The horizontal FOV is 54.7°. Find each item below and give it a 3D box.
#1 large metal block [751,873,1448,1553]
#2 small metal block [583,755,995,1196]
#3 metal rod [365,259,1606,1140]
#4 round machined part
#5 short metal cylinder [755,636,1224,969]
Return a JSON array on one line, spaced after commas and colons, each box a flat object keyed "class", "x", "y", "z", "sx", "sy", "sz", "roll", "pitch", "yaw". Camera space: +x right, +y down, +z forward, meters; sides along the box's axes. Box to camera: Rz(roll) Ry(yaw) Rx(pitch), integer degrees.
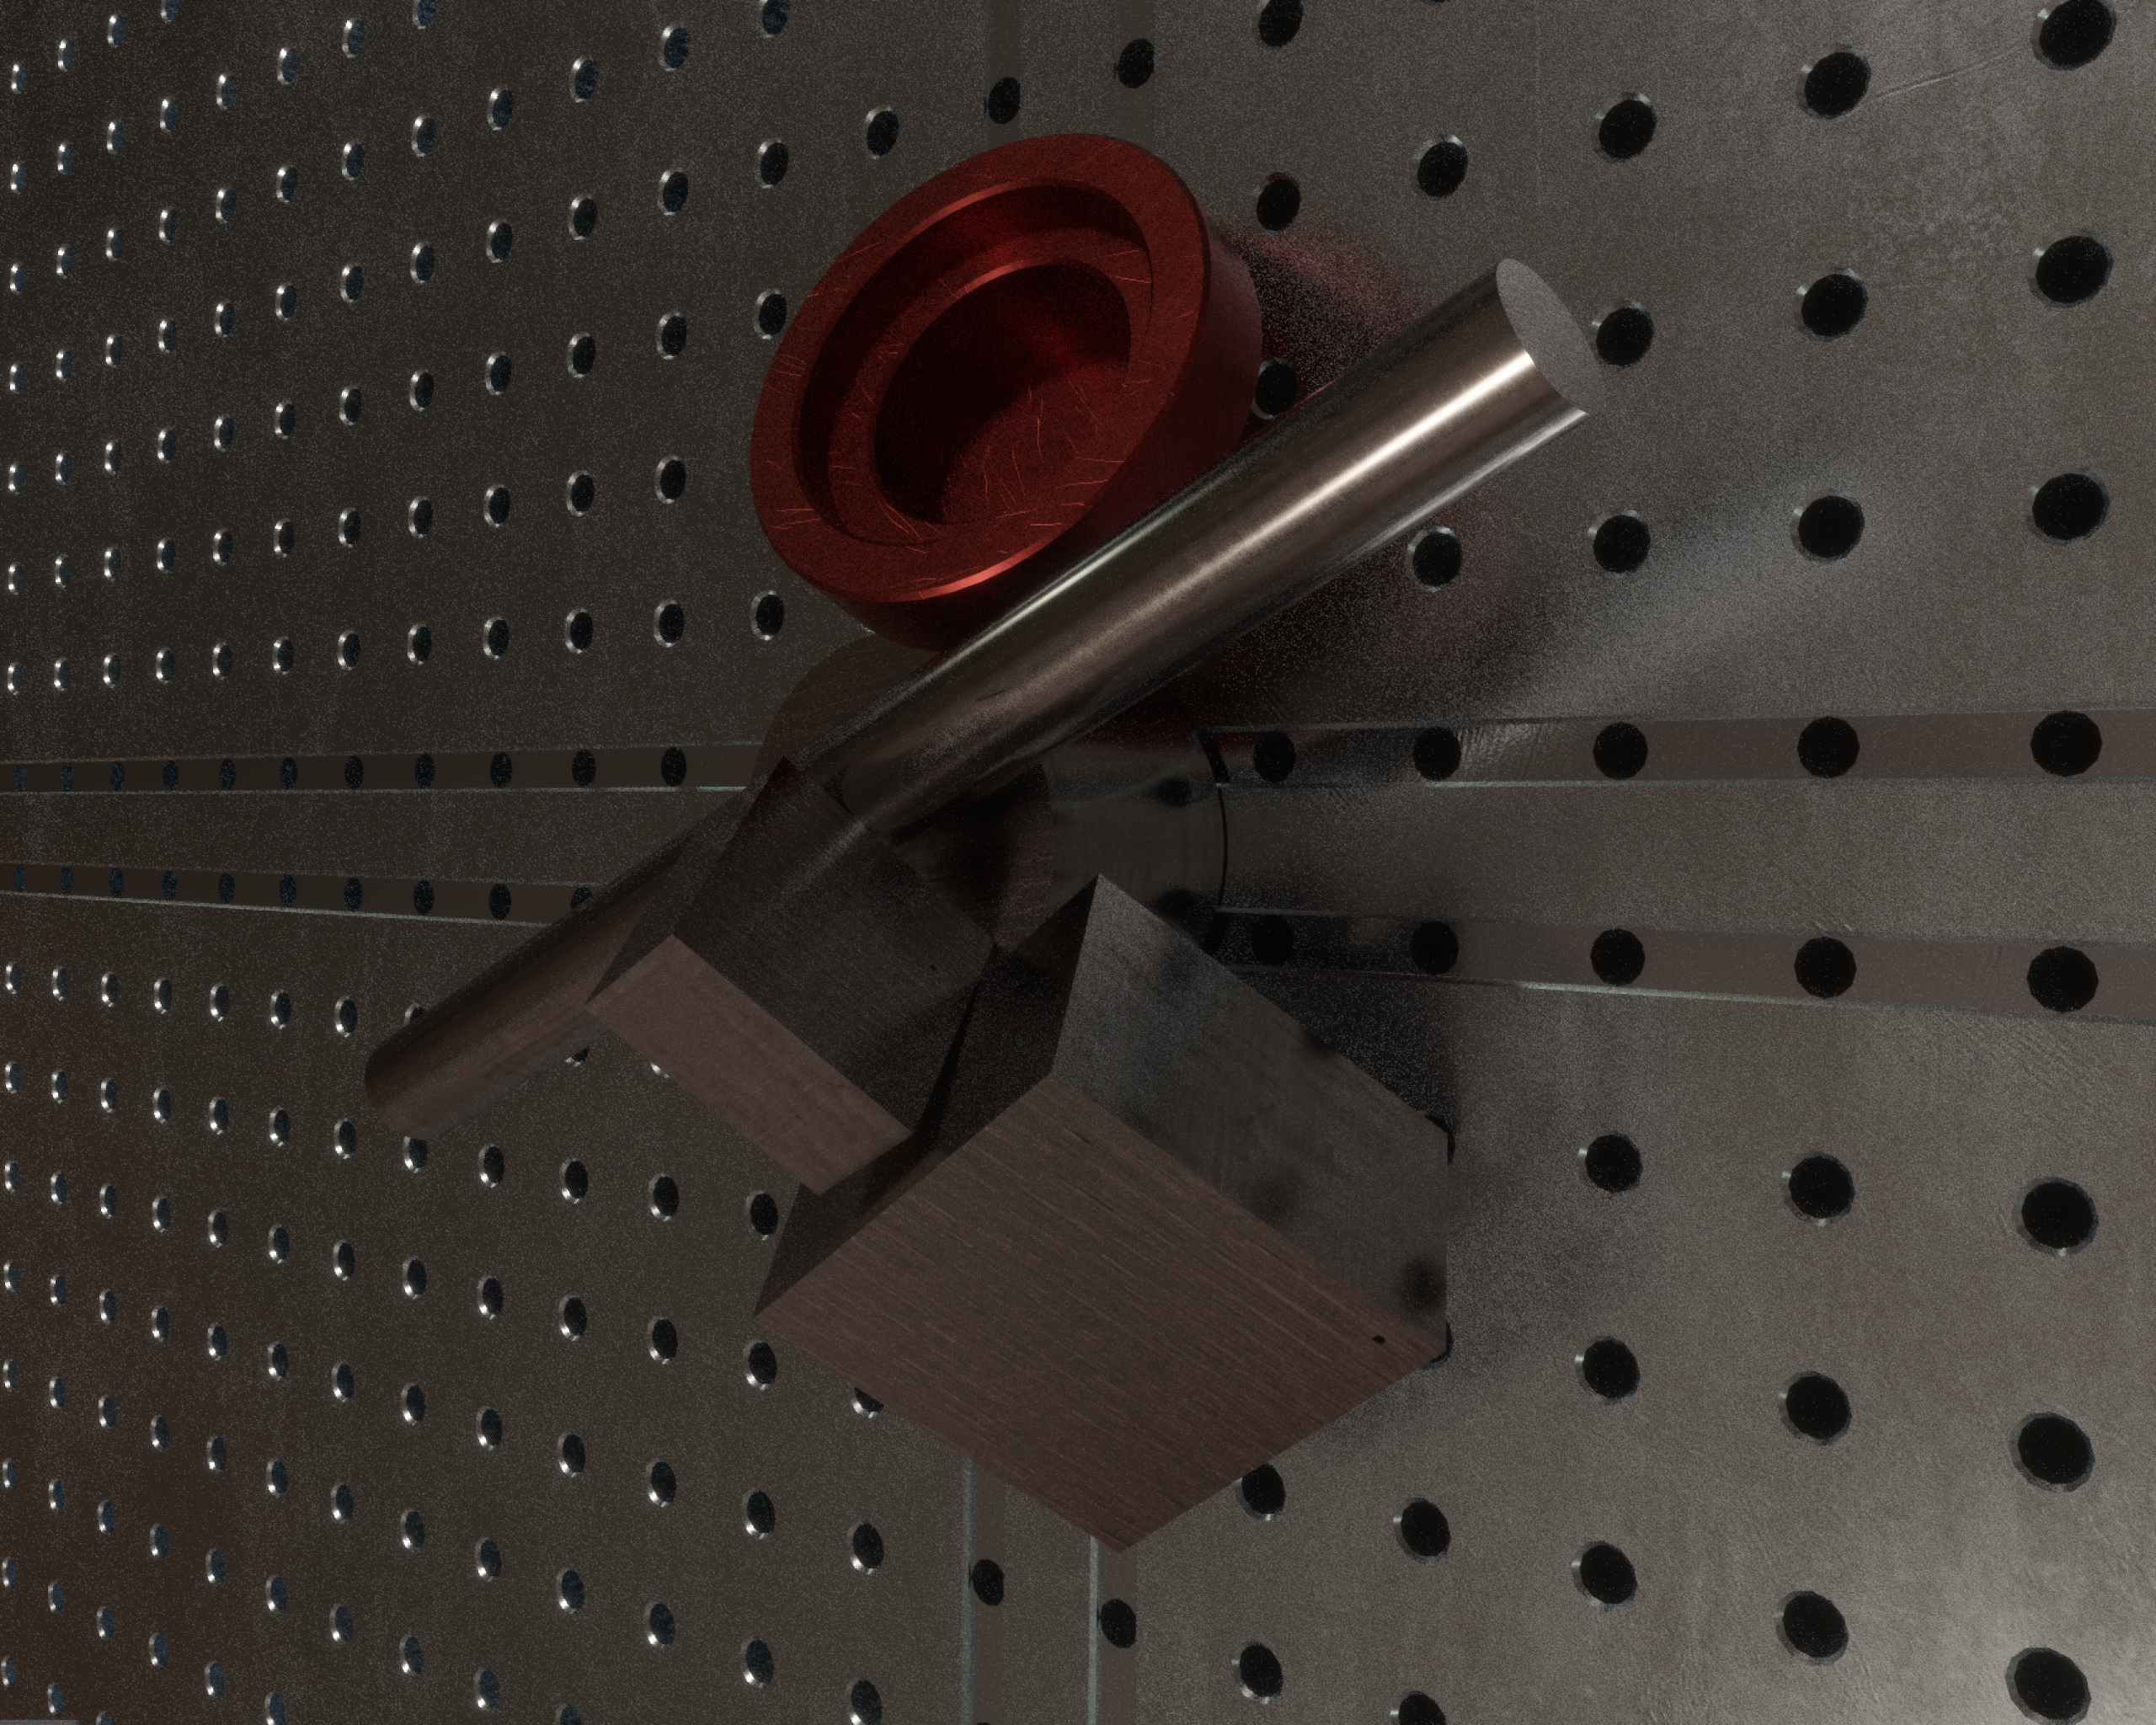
[{"class": "large metal block", "x": 0.005, "y": 0.062, "z": 0.357, "sx": 0.080, "sy": 0.050, "sz": 0.080, "roll": 37, "pitch": 123, "yaw": -16}, {"class": "small metal block", "x": -0.047, "y": 0.018, "z": 0.350, "sx": 0.050, "sy": 0.050, "sz": 0.025, "roll": 42, "pitch": 126, "yaw": -17}, {"class": "metal rod", "x": -0.040, "y": -0.012, "z": 0.375, "sx": 0.299, "sy": 0.025, "sz": 0.025, "roll": -30, "pitch": 72, "yaw": 35}, {"class": "round machined part", "x": -0.009, "y": -0.082, "z": 0.389, "sx": 0.098, "sy": 0.042, "sz": 0.098, "roll": -14, "pitch": 60, "yaw": 27}, {"class": "short metal cylinder", "x": -0.019, "y": -0.003, "z": 0.406, "sx": 0.080, "sy": 0.050, "sz": 0.079, "roll": 0, "pitch": 90, "yaw": 39}]
